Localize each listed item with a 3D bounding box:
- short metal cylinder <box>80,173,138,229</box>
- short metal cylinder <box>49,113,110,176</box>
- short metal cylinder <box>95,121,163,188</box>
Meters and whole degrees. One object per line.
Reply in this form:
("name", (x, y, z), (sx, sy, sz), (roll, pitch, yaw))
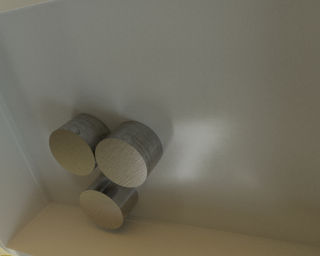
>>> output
("short metal cylinder", (-0.083, 0.117, 0.507), (0.080, 0.050, 0.079), (13, 124, 20))
("short metal cylinder", (-0.118, 0.025, 0.468), (0.080, 0.050, 0.079), (13, 124, 20))
("short metal cylinder", (-0.043, 0.036, 0.436), (0.080, 0.050, 0.079), (13, 124, 20))
